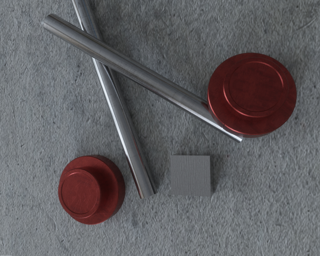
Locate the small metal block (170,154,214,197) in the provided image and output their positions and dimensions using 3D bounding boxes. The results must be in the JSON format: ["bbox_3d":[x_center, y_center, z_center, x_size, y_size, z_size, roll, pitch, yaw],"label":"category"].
[{"bbox_3d":[0.041,0.059,0.394,0.050,0.025,0.050,-1,90,20],"label":"small metal block"}]

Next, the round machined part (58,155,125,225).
[{"bbox_3d":[-0.102,0.088,0.436,0.098,0.042,0.097,0,90,20],"label":"round machined part"}]

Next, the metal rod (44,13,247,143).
[{"bbox_3d":[-0.024,-0.069,0.400,0.301,0.025,0.025,31,100,10],"label":"metal rod"}]

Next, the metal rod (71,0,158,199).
[{"bbox_3d":[-0.066,-0.049,0.432,0.025,0.025,0.299,-23,83,18],"label":"metal rod"}]

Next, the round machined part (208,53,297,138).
[{"bbox_3d":[0.103,-0.040,0.348,0.099,0.042,0.098,-1,78,5],"label":"round machined part"}]
